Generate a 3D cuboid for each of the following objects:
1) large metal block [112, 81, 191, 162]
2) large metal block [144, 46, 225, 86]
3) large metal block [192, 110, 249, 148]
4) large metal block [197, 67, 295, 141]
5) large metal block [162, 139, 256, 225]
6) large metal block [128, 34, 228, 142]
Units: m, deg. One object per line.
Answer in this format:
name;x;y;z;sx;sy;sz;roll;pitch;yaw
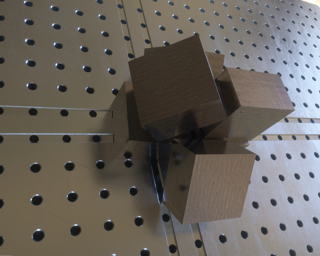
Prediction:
large metal block;-0.012;-0.006;0.389;0.081;0.050;0.080;7;59;-25
large metal block;0.029;-0.080;0.427;0.081;0.080;0.050;2;99;-27
large metal block;0.065;-0.003;0.427;0.081;0.050;0.080;3;61;-27
large metal block;0.096;-0.024;0.375;0.081;0.080;0.050;2;61;-28
large metal block;0.055;0.059;0.359;0.081;0.050;0.079;2;105;-27
large metal block;0.019;-0.041;0.333;0.080;0.050;0.080;-19;64;13
